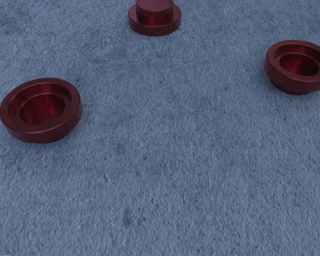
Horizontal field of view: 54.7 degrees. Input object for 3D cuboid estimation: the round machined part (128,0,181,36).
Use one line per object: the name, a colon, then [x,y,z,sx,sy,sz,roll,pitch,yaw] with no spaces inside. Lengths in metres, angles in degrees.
round machined part: [-0.010,-0.215,0.573,0.099,0.042,0.098,0,50,0]

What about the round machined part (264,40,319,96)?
round machined part: [0.206,-0.087,0.466,0.099,0.042,0.098,0,50,0]

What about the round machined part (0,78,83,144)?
round machined part: [-0.151,-0.018,0.406,0.099,0.042,0.098,0,50,0]
